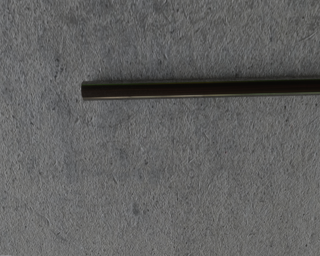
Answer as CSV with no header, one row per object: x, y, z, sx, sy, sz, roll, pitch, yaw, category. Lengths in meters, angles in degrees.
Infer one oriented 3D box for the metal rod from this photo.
0.055,-0.050,0.391,0.302,0.025,0.025,-1,110,0,metal rod
